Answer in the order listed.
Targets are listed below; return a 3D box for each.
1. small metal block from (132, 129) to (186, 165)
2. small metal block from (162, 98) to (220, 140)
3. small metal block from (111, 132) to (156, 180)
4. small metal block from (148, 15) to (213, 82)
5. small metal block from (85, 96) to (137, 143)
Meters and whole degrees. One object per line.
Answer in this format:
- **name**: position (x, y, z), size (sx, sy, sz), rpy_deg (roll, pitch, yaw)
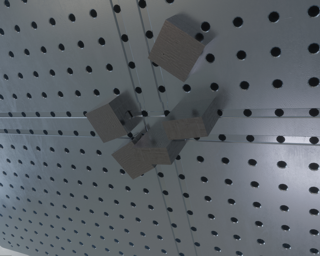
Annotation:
- **small metal block**: position (0.000, 0.024, 0.410), size (0.050, 0.050, 0.025), rpy_deg (-2, 117, 29)
- **small metal block**: position (0.038, -0.011, 0.369), size (0.050, 0.050, 0.025), rpy_deg (-7, 115, 31)
- **small metal block**: position (-0.035, 0.042, 0.456), size (0.050, 0.025, 0.050), rpy_deg (-33, 100, 38)
- **small metal block**: position (0.022, -0.088, 0.346), size (0.050, 0.025, 0.050), rpy_deg (35, 129, 5)
- **small metal block**: position (-0.070, -0.011, 0.442), size (0.050, 0.025, 0.050), rpy_deg (-20, 108, 35)
